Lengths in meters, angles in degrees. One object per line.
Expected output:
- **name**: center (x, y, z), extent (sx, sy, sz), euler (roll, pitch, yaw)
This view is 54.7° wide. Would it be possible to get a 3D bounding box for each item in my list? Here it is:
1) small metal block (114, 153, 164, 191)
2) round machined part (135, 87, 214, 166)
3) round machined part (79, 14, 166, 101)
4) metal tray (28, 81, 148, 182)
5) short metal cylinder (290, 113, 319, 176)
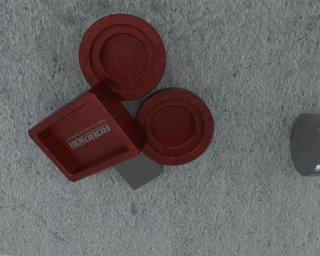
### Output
- **small metal block**: center (-0.029, 0.050, 0.428), extent (0.050, 0.025, 0.050), euler (-33, 107, 11)
- **round machined part**: center (0.017, -0.005, 0.398), extent (0.099, 0.042, 0.097), euler (-1, 108, -2)
- **round machined part**: center (-0.042, -0.085, 0.369), extent (0.099, 0.042, 0.097), euler (0, 110, -1)
- **metal tray**: center (-0.091, 0.010, 0.382), extent (0.130, 0.030, 0.090), euler (-25, 110, 34)
- **short metal cylinder**: center (0.207, 0.021, 0.391), extent (0.050, 0.080, 0.079), euler (1, 110, -1)
